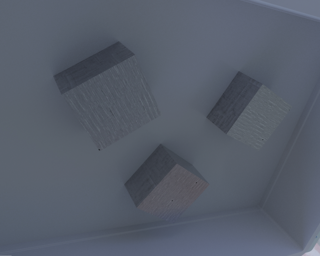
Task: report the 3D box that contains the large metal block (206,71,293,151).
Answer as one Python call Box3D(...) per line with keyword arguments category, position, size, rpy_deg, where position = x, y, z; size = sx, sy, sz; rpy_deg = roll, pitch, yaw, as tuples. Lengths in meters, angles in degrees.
Box3D(category="large metal block", position=(0.129, -0.023, 0.449), size=(0.080, 0.050, 0.080), rpy_deg=(24, 105, -37))

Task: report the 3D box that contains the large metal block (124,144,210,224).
Box3D(category="large metal block", position=(0.010, 0.082, 0.449), size=(0.080, 0.050, 0.080), rpy_deg=(-49, 129, 6))

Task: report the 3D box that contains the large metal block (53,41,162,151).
Box3D(category="large metal block", position=(-0.056, -0.035, 0.340), size=(0.080, 0.050, 0.080), rpy_deg=(-31, 129, -8))
